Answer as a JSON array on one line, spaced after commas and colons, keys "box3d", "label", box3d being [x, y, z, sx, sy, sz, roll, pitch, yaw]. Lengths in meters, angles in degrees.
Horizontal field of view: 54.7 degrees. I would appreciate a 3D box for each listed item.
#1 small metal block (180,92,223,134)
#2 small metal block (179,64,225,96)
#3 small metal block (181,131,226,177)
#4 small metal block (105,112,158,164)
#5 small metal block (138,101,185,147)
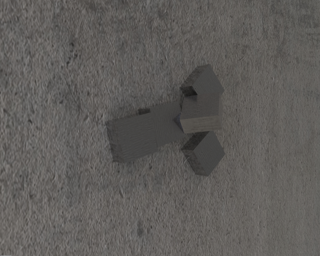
[{"box3d": [0.057, -0.021, 0.418, 0.050, 0.050, 0.025, -76, 152, -47], "label": "small metal block"}, {"box3d": [0.063, -0.058, 0.457, 0.050, 0.025, 0.050, -52, 120, -27], "label": "small metal block"}, {"box3d": [0.065, 0.035, 0.459, 0.050, 0.025, 0.050, -45, 117, -30], "label": "small metal block"}, {"box3d": [-0.034, 0.011, 0.376, 0.050, 0.025, 0.050, -17, 101, -39], "label": "small metal block"}, {"box3d": [0.003, -0.006, 0.407, 0.050, 0.025, 0.050, -18, 101, -39], "label": "small metal block"}]
